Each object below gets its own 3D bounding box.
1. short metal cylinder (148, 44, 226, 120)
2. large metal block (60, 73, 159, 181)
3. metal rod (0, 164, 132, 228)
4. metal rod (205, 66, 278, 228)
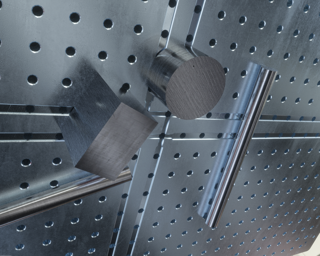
[{"bbox_3d":[0.032,-0.057,0.379,0.081,0.050,0.079,-14,124,-21],"label":"short metal cylinder"},{"bbox_3d":[-0.060,-0.002,0.343,0.050,0.080,0.080,30,102,-38],"label":"large metal block"},{"bbox_3d":[-0.180,0.103,0.377,0.302,0.025,0.025,-17,126,-19],"label":"metal rod"},{"bbox_3d":[0.127,0.045,0.510,0.025,0.025,0.298,-1,119,-28],"label":"metal rod"}]
